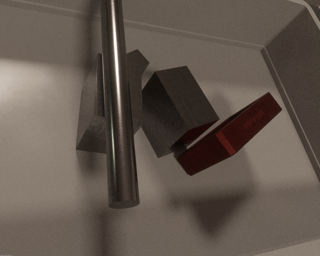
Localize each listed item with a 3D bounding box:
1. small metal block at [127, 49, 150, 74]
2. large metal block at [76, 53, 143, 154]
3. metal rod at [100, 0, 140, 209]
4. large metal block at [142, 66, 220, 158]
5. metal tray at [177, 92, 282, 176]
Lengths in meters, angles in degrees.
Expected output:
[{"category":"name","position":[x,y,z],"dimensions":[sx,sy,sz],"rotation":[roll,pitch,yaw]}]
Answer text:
[{"category":"small metal block","position":[-0.048,-0.071,0.409],"dimensions":[0.025,0.050,0.050],"rotation":[49,51,6]},{"category":"large metal block","position":[-0.059,-0.024,0.354],"dimensions":[0.050,0.080,0.080],"rotation":[11,57,-23]},{"category":"metal rod","position":[-0.047,-0.069,0.320],"dimensions":[0.025,0.025,0.299],"rotation":[7,59,-25]},{"category":"large metal block","position":[0.015,-0.019,0.392],"dimensions":[0.050,0.080,0.080],"rotation":[-18,72,-35]},{"category":"metal tray","position":[0.093,0.007,0.410],"dimensions":[0.131,0.090,0.030],"rotation":[-33,86,-38]}]
